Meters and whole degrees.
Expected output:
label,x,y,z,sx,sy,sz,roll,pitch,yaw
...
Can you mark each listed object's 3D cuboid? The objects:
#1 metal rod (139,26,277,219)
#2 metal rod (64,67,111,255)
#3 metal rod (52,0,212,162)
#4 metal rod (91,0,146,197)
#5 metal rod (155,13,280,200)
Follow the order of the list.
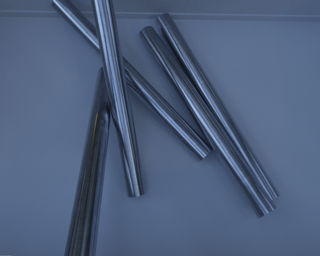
label,x,y,z,sx,sy,sz,roll,pitch,yaw
metal rod,0.052,-0.022,0.408,0.025,0.025,0.299,-27,69,-10
metal rod,-0.070,0.028,0.332,0.025,0.025,0.300,-2,45,-1
metal rod,-0.043,-0.072,0.420,0.025,0.025,0.300,-41,81,-14
metal rod,-0.054,-0.065,0.372,0.025,0.025,0.298,-10,94,-4
metal rod,0.070,-0.038,0.424,0.025,0.025,0.299,-25,72,-9
